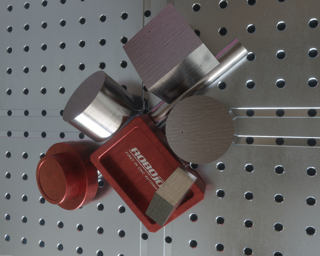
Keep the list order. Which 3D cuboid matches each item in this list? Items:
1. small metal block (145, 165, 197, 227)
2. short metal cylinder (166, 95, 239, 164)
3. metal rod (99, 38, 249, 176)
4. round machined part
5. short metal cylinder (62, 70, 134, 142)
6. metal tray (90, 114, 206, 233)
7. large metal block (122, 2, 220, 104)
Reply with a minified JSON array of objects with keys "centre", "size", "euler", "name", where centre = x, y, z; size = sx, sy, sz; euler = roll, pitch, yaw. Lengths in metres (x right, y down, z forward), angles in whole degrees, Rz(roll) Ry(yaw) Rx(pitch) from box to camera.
[{"centre":[0.013,0.080,0.363],"size":[0.025,0.050,0.050],"euler":[36,137,14],"name":"small metal block"},{"centre":[0.053,0.002,0.380],"size":[0.080,0.050,0.079],"euler":[0,90,20],"name":"short metal cylinder"},{"centre":[-0.012,-0.009,0.418],"size":[0.300,0.025,0.025],"euler":[-39,78,16],"name":"metal rod"},{"centre":[-0.137,0.069,0.438],"size":[0.098,0.042,0.097],"euler":[5,99,35],"name":"round machined part"},{"centre":[-0.081,-0.028,0.406],"size":[0.080,0.050,0.080],"euler":[-31,37,27],"name":"short metal cylinder"},{"centre":[-0.015,0.058,0.400],"size":[0.090,0.030,0.130],"euler":[-39,90,16],"name":"metal tray"},{"centre":[0.012,-0.090,0.383],"size":[0.080,0.050,0.080],"euler":[-39,58,16],"name":"large metal block"}]
